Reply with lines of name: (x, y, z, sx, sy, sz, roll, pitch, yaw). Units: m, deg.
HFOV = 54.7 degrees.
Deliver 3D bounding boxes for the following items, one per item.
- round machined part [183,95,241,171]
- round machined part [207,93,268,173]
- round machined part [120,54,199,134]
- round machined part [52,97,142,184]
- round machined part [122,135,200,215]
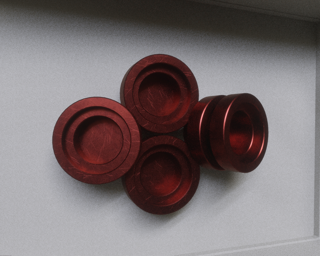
round machined part: (0.069, 0.006, 0.414, 0.099, 0.042, 0.097, 1, 89, -42)
round machined part: (0.093, 0.006, 0.393, 0.099, 0.042, 0.097, 0, 90, -42)
round machined part: (-0.003, -0.042, 0.398, 0.099, 0.042, 0.097, 0, 90, -20)
round machined part: (-0.070, 0.014, 0.363, 0.099, 0.042, 0.097, 0, 90, 1)
round machined part: (-0.002, 0.057, 0.398, 0.099, 0.042, 0.097, 0, 90, -20)
